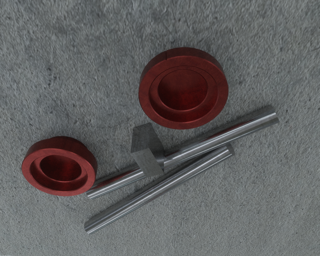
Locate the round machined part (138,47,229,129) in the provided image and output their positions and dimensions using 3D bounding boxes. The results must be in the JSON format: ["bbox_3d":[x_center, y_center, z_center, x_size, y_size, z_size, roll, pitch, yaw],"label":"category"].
[{"bbox_3d":[0.026,-0.048,0.355,0.099,0.042,0.097,0,130,0],"label":"round machined part"}]

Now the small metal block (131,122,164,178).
[{"bbox_3d":[-0.016,0.029,0.416,0.025,0.050,0.050,-17,128,14],"label":"small metal block"}]

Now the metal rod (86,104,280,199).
[{"bbox_3d":[0.019,0.041,0.442,0.300,0.025,0.025,-25,126,19],"label":"metal rod"}]

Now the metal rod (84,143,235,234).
[{"bbox_3d":[-0.015,0.103,0.494,0.299,0.025,0.025,-34,122,25],"label":"metal rod"}]

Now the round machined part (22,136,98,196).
[{"bbox_3d":[-0.137,0.050,0.437,0.099,0.042,0.097,0,130,0],"label":"round machined part"}]
